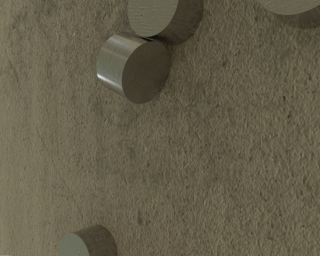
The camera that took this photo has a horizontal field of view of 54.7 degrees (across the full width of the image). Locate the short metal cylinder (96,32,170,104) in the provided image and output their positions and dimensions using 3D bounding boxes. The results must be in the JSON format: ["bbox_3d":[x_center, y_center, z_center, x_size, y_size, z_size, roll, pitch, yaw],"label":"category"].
[{"bbox_3d":[-0.033,-0.077,0.397,0.050,0.081,0.079,30,109,36],"label":"short metal cylinder"}]

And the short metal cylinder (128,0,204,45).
[{"bbox_3d":[0.006,-0.148,0.384,0.080,0.050,0.080,0,90,40],"label":"short metal cylinder"}]

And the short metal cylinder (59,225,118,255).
[{"bbox_3d":[-0.112,0.197,0.481,0.080,0.050,0.080,0,90,40],"label":"short metal cylinder"}]

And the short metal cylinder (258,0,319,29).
[{"bbox_3d":[0.132,-0.136,0.279,0.080,0.050,0.080,0,90,40],"label":"short metal cylinder"}]
